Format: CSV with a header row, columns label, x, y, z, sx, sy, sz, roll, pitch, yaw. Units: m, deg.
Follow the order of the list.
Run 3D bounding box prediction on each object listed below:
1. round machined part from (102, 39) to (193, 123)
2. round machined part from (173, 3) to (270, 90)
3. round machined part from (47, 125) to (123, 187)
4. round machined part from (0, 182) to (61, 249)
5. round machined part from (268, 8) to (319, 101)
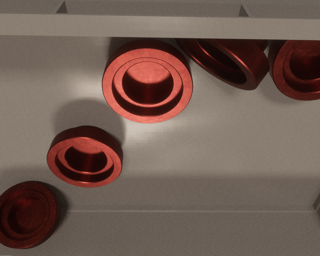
label,x,y,z,sx,sy,sz,roll,pitch,yaw
round machined part,-0.014,-0.056,0.351,0.099,0.042,0.097,-1,130,0
round machined part,0.065,-0.082,0.303,0.098,0.098,0.042,36,89,-27
round machined part,-0.100,0.035,0.426,0.099,0.042,0.097,-1,130,0
round machined part,-0.204,0.136,0.482,0.099,0.098,0.042,-1,156,0
round machined part,0.165,-0.081,0.332,0.099,0.042,0.097,-1,130,0
